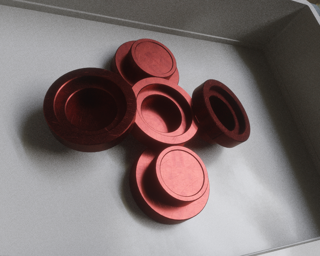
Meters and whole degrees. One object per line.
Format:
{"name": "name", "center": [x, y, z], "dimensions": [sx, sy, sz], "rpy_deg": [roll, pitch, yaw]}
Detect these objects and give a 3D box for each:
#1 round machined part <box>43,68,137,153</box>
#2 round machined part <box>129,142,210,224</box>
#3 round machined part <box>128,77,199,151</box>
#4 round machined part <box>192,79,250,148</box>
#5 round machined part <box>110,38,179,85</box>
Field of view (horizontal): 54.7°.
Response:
{"name": "round machined part", "center": [-0.077, -0.017, 0.351], "dimensions": [0.099, 0.042, 0.098], "rpy_deg": [4, 62, -7]}
{"name": "round machined part", "center": [0.017, 0.059, 0.365], "dimensions": [0.099, 0.042, 0.098], "rpy_deg": [14, 56, -21]}
{"name": "round machined part", "center": [-0.002, -0.014, 0.399], "dimensions": [0.099, 0.042, 0.098], "rpy_deg": [14, 56, -21]}
{"name": "round machined part", "center": [0.079, -0.016, 0.434], "dimensions": [0.098, 0.042, 0.098], "rpy_deg": [27, 46, -31]}
{"name": "round machined part", "center": [-0.016, -0.086, 0.436], "dimensions": [0.099, 0.042, 0.098], "rpy_deg": [14, 56, -21]}
